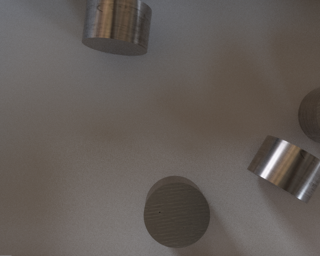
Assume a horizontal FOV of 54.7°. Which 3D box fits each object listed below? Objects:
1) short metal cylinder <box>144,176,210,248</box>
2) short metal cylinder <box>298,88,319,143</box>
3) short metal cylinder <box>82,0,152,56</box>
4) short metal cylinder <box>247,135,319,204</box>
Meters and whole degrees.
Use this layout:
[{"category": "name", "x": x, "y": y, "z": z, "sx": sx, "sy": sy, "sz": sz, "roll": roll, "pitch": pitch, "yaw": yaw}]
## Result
[{"category": "short metal cylinder", "x": 0.020, "y": 0.105, "z": 0.399, "sx": 0.081, "sy": 0.050, "sz": 0.079, "roll": 0, "pitch": 90, "yaw": -1}, {"category": "short metal cylinder", "x": 0.231, "y": -0.017, "z": 0.402, "sx": 0.081, "sy": 0.050, "sz": 0.079, "roll": 0, "pitch": 90, "yaw": -1}, {"category": "short metal cylinder", "x": -0.053, "y": -0.124, "z": 0.383, "sx": 0.081, "sy": 0.080, "sz": 0.050, "roll": 7, "pitch": 90, "yaw": -1}, {"category": "short metal cylinder", "x": 0.158, "y": 0.051, "z": 0.386, "sx": 0.080, "sy": 0.080, "sz": 0.050, "roll": 31, "pitch": 90, "yaw": -1}]
